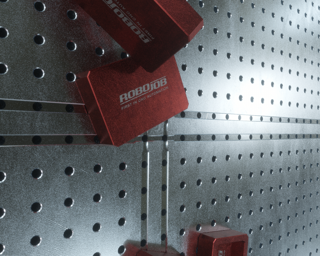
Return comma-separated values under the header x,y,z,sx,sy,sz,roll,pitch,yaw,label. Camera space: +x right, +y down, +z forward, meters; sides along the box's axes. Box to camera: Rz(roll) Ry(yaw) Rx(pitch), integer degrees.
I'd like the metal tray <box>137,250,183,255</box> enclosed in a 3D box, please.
x,y,z,sx,sy,sz,roll,pitch,yaw,label
-0.004,0.234,0.405,0.090,0.030,0.130,26,74,-37,metal tray

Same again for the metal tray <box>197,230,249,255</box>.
x,y,z,sx,sy,sz,roll,pitch,yaw,label
0.097,0.233,0.490,0.091,0.030,0.129,10,83,-40,metal tray

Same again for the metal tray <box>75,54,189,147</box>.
x,y,z,sx,sy,sz,roll,pitch,yaw,label
-0.028,-0.043,0.384,0.131,0.030,0.089,-30,109,-36,metal tray

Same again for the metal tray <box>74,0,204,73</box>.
x,y,z,sx,sy,sz,roll,pitch,yaw,label
-0.029,-0.126,0.320,0.130,0.090,0.030,43,61,-12,metal tray
